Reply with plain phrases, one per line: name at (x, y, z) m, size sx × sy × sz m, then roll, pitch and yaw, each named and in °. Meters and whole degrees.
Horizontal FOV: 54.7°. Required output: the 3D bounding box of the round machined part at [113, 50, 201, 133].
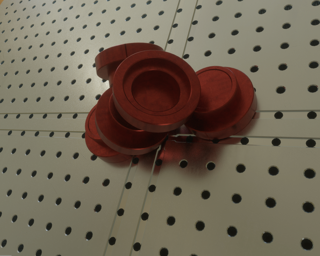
round machined part at (-0.006, -0.039, 0.361) m, size 0.099 × 0.042 × 0.098 m, roll 4°, pitch 65°, yaw -8°

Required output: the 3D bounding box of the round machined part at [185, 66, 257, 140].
round machined part at (0.066, -0.038, 0.385) m, size 0.098 × 0.042 × 0.098 m, roll -13°, pitch 56°, yaw 20°

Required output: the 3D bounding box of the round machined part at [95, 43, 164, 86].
round machined part at (-0.039, -0.080, 0.436) m, size 0.098 × 0.098 × 0.042 m, roll -12°, pitch 83°, yaw 21°

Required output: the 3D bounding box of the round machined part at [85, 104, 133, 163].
round machined part at (-0.064, -0.005, 0.432) m, size 0.098 × 0.042 × 0.098 m, roll -13°, pitch 56°, yaw 20°

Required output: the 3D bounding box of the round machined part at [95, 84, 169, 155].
round machined part at (-0.032, -0.018, 0.393) m, size 0.099 × 0.042 × 0.098 m, roll 6°, pitch 63°, yaw -11°
